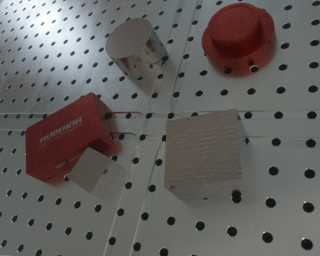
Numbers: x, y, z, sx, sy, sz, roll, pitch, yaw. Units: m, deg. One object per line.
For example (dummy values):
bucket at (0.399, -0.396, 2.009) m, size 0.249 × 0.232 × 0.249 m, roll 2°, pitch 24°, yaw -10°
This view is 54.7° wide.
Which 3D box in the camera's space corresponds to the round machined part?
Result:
round machined part at (0.104, -0.131, 0.423) m, size 0.098 × 0.042 × 0.098 m, roll -13°, pitch 56°, yaw 20°

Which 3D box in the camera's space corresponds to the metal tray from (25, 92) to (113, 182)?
metal tray at (-0.141, 0.013, 0.469) m, size 0.130 × 0.030 × 0.090 m, roll -27°, pitch 52°, yaw 10°

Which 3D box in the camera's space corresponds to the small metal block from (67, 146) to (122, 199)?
small metal block at (-0.088, 0.059, 0.416) m, size 0.050 × 0.025 × 0.050 m, roll 22°, pitch 73°, yaw 35°

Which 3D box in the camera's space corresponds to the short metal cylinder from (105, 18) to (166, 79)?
short metal cylinder at (-0.038, -0.125, 0.487) m, size 0.080 × 0.050 × 0.080 m, roll -13°, pitch 56°, yaw 20°

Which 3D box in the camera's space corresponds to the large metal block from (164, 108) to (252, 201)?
large metal block at (0.053, 0.032, 0.344) m, size 0.080 × 0.050 × 0.080 m, roll -10°, pitch 57°, yaw 22°
